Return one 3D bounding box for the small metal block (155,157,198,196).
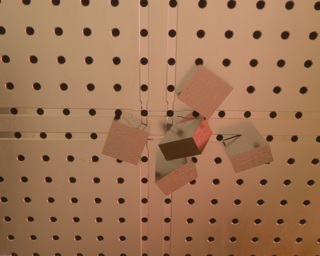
[{"bbox_3d":[0.021,0.058,0.421,0.050,0.050,0.025,-33,107,11],"label":"small metal block"}]

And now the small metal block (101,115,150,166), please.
[{"bbox_3d":[-0.046,0.016,0.419,0.050,0.025,0.050,20,109,-7],"label":"small metal block"}]

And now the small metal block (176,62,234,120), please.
[{"bbox_3d":[0.056,-0.047,0.396,0.050,0.025,0.050,33,107,-12],"label":"small metal block"}]

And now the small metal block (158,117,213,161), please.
[{"bbox_3d":[0.033,0.014,0.396,0.050,0.050,0.025,-15,112,34],"label":"small metal block"}]

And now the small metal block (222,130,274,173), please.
[{"bbox_3d":[0.115,0.030,0.412,0.050,0.050,0.025,-19,109,7],"label":"small metal block"}]
